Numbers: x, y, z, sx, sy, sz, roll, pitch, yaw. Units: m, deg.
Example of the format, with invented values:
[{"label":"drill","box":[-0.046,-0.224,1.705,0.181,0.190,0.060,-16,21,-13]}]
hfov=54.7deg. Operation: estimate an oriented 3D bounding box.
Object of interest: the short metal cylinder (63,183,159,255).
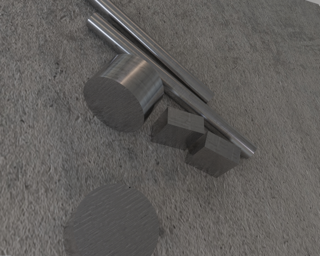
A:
[{"label":"short metal cylinder","box":[-0.048,0.100,0.301,0.081,0.050,0.080,14,56,-21]}]

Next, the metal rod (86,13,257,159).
[{"label":"metal rod","box":[0.018,-0.060,0.449,0.300,0.025,0.025,40,51,-1]}]

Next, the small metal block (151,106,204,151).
[{"label":"small metal block","box":[0.022,0.002,0.398,0.050,0.050,0.025,16,56,-20]}]

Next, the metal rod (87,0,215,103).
[{"label":"metal rod","box":[-0.036,-0.143,0.471,0.300,0.025,0.025,42,51,1]}]

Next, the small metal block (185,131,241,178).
[{"label":"small metal block","box":[0.068,0.036,0.403,0.050,0.050,0.025,28,52,-11]}]

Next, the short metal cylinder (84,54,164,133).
[{"label":"short metal cylinder","box":[-0.043,-0.041,0.370,0.080,0.080,0.050,37,51,-4]}]
